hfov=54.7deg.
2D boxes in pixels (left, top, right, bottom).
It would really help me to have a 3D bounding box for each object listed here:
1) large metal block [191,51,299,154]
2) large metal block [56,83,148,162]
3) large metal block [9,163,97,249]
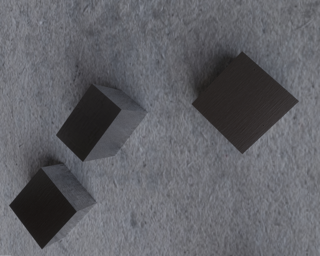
[{"bbox_3d":[0.098,-0.028,0.361,0.080,0.050,0.080,47,104,13],"label":"large metal block"},{"bbox_3d":[-0.072,-0.006,0.404,0.050,0.080,0.080,41,103,15],"label":"large metal block"},{"bbox_3d":[-0.154,0.110,0.448,0.080,0.050,0.080,46,104,14],"label":"large metal block"}]
